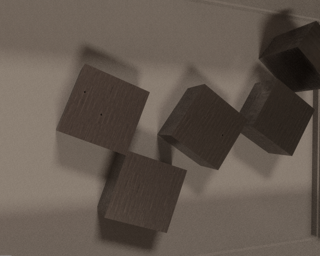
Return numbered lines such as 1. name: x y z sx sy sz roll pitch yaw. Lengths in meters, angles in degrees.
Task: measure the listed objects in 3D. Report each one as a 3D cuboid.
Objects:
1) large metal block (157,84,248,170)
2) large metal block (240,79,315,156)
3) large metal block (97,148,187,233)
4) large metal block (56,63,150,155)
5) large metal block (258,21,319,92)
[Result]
1. large metal block: 0.057 -0.001 0.420 0.080 0.050 0.080 37 78 -17
2. large metal block: 0.168 -0.015 0.461 0.080 0.050 0.080 34 79 -17
3. large metal block: -0.023 0.077 0.390 0.080 0.050 0.080 21 83 -19
4. large metal block: -0.069 -0.020 0.372 0.080 0.050 0.080 22 83 -19
5. large metal block: 0.212 -0.101 0.461 0.080 0.080 0.050 41 77 -16
